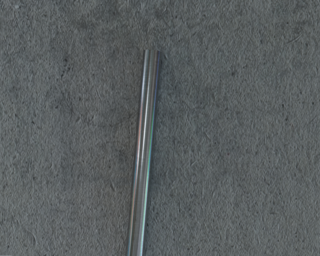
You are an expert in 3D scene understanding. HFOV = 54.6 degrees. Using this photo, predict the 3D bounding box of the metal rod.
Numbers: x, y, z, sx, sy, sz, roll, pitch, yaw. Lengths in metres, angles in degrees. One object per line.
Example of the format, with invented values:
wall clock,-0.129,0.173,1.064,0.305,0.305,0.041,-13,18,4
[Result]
metal rod,-0.023,0.048,0.409,0.025,0.025,0.298,5,90,0
